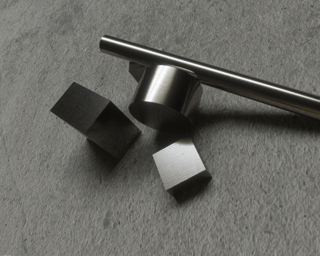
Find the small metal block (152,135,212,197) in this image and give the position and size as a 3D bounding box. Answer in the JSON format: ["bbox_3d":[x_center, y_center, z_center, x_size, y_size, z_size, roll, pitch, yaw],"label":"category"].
[{"bbox_3d":[0.025,0.044,0.362,0.050,0.025,0.050,-29,52,9],"label":"small metal block"}]

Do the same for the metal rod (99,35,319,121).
[{"bbox_3d":[0.055,-0.064,0.371,0.301,0.025,0.025,21,73,21],"label":"metal rod"}]

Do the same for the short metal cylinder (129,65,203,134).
[{"bbox_3d":[0.008,-0.033,0.384,0.080,0.080,0.050,6,65,30],"label":"short metal cylinder"}]

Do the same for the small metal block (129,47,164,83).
[{"bbox_3d":[-0.010,-0.082,0.442,0.050,0.050,0.025,-13,56,20],"label":"small metal block"}]

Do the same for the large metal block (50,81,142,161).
[{"bbox_3d":[-0.085,-0.009,0.417,0.080,0.080,0.050,28,77,37],"label":"large metal block"}]
